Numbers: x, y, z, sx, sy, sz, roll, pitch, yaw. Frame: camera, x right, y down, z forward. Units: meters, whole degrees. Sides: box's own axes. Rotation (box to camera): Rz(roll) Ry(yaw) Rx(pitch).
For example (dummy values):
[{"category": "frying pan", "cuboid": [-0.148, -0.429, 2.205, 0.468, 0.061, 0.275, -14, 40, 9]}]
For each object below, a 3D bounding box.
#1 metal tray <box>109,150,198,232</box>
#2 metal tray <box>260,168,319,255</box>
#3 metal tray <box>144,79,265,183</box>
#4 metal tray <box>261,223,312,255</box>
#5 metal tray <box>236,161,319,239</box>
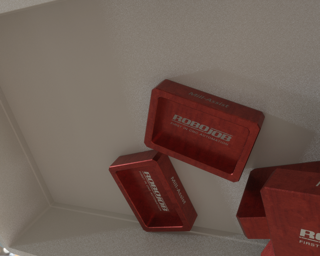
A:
[{"category": "metal tray", "cuboid": [-0.010, 0.099, 0.471, 0.090, 0.030, 0.129, -14, 111, 33]}, {"category": "metal tray", "cuboid": [0.153, 0.083, 0.240, 0.130, 0.030, 0.090, 2, 119, 42]}, {"category": "metal tray", "cuboid": [0.049, 0.003, 0.381, 0.130, 0.030, 0.089, 21, 127, 15]}, {"category": "metal tray", "cuboid": [0.176, 0.154, 0.331, 0.030, 0.130, 0.090, 21, 105, -26]}, {"category": "metal tray", "cuboid": [0.156, 0.074, 0.329, 0.130, 0.090, 0.030, -13, 112, 33]}]
